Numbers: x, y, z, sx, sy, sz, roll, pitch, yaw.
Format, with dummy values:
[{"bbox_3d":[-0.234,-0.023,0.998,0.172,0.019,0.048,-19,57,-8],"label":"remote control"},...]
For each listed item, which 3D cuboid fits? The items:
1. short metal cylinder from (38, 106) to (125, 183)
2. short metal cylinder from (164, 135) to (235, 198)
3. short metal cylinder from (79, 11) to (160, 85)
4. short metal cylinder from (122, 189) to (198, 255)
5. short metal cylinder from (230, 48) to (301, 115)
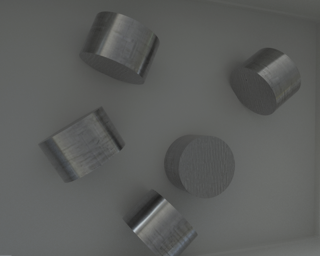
[{"bbox_3d":[-0.087,0.017,0.349,0.080,0.080,0.050,-34,101,-17],"label":"short metal cylinder"},{"bbox_3d":[0.052,0.049,0.416,0.081,0.050,0.080,0,90,-20],"label":"short metal cylinder"},{"bbox_3d":[-0.047,-0.091,0.364,0.080,0.080,0.050,23,83,-19],"label":"short metal cylinder"},{"bbox_3d":[0.000,0.122,0.381,0.050,0.080,0.080,-44,104,-15],"label":"short metal cylinder"},{"bbox_3d":[0.146,-0.064,0.435,0.050,0.080,0.080,-38,103,-16],"label":"short metal cylinder"}]
